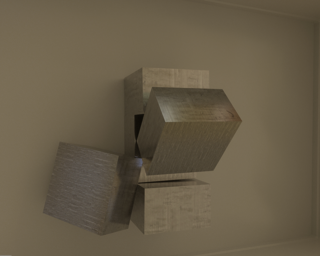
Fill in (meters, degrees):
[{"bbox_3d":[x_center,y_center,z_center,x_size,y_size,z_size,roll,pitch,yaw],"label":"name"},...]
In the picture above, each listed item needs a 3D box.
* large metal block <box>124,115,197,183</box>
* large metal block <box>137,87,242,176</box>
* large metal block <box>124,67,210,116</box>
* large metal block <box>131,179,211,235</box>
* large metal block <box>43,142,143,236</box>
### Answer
[{"bbox_3d":[0.000,0.024,0.398,0.081,0.050,0.079,-1,90,-20],"label":"large metal block"},{"bbox_3d":[0.027,0.004,0.331,0.081,0.079,0.050,-1,46,-21],"label":"large metal block"},{"bbox_3d":[0.006,-0.041,0.382,0.081,0.080,0.050,-1,91,-20],"label":"large metal block"},{"bbox_3d":[0.007,0.090,0.383,0.081,0.080,0.050,0,90,-20],"label":"large metal block"},{"bbox_3d":[-0.073,0.064,0.345,0.050,0.080,0.080,20,82,-63],"label":"large metal block"}]
